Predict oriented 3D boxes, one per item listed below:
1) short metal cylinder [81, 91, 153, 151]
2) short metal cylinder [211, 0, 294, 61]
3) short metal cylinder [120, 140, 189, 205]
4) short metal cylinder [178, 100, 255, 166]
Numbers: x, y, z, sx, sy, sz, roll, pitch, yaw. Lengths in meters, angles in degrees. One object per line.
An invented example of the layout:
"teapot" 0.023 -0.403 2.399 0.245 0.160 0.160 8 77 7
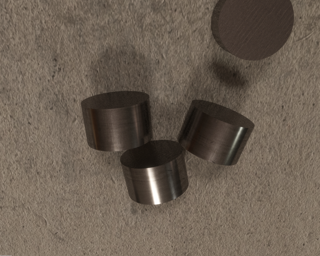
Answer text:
"short metal cylinder" -0.051 -0.011 0.376 0.081 0.080 0.050 -4 110 1
"short metal cylinder" 0.102 -0.121 0.353 0.081 0.050 0.079 0 110 -1
"short metal cylinder" -0.006 0.055 0.401 0.080 0.080 0.050 -10 110 3
"short metal cylinder" 0.068 0.004 0.383 0.080 0.080 0.050 18 109 -7
